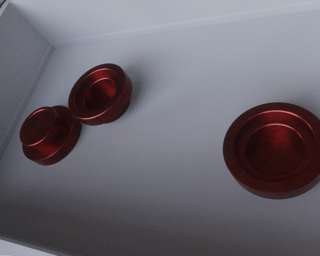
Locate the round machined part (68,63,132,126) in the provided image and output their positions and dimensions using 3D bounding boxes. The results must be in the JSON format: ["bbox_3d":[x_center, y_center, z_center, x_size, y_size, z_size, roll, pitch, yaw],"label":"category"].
[{"bbox_3d":[-0.085,-0.046,0.465,0.098,0.042,0.098,-13,56,20],"label":"round machined part"}]

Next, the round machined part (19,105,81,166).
[{"bbox_3d":[-0.176,0.006,0.482,0.098,0.042,0.098,-13,56,20],"label":"round machined part"}]

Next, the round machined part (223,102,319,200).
[{"bbox_3d":[0.118,0.026,0.317,0.098,0.042,0.098,-13,56,20],"label":"round machined part"}]
